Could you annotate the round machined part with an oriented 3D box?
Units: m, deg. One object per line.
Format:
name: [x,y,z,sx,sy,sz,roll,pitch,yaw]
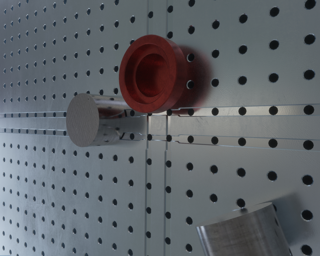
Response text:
round machined part: [-0.005,-0.067,0.402,0.098,0.042,0.097,0,90,40]

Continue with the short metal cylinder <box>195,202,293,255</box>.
short metal cylinder: [0.081,0.110,0.307,0.080,0.081,0.050,-28,72,36]

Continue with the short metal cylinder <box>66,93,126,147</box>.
short metal cylinder: [-0.099,-0.012,0.475,0.080,0.050,0.079,0,90,40]
